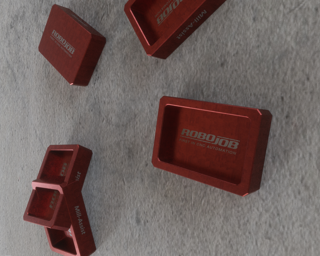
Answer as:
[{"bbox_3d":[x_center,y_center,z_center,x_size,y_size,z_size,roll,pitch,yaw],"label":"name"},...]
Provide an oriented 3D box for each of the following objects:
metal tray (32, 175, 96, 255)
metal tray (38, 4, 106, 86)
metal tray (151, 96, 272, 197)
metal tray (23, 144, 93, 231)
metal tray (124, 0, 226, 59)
[{"bbox_3d":[-0.158,0.144,0.507,0.090,0.030,0.129,-4,103,39],"label":"metal tray"},{"bbox_3d":[-0.153,-0.141,0.525,0.130,0.030,0.089,43,115,31],"label":"metal tray"},{"bbox_3d":[0.053,0.015,0.356,0.130,0.030,0.089,13,98,39],"label":"metal tray"},{"bbox_3d":[-0.166,0.093,0.503,0.090,0.030,0.130,-3,65,39],"label":"metal tray"},{"bbox_3d":[0.019,-0.161,0.384,0.130,0.030,0.090,-39,67,32],"label":"metal tray"}]
